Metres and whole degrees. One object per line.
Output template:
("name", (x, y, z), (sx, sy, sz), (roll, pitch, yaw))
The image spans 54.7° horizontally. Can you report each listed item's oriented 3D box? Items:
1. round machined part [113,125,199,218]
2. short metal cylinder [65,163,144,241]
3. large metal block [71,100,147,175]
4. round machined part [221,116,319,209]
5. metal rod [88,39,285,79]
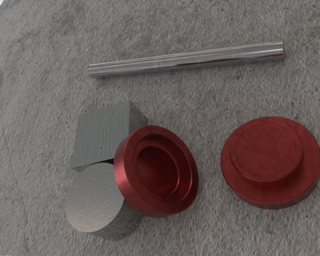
("round machined part", (-0.008, 0.049, 0.339), (0.042, 0.099, 0.098), (-35, 44, 43))
("short metal cylinder", (-0.063, 0.088, 0.367), (0.080, 0.050, 0.080), (-13, 56, 21))
("large metal block", (-0.064, 0.018, 0.410), (0.080, 0.050, 0.080), (-14, 56, 20))
("round machined part", (0.110, 0.030, 0.317), (0.098, 0.042, 0.098), (-13, 56, 21))
("metal rod", (0.020, -0.096, 0.452), (0.300, 0.025, 0.025), (0, 62, 28))
